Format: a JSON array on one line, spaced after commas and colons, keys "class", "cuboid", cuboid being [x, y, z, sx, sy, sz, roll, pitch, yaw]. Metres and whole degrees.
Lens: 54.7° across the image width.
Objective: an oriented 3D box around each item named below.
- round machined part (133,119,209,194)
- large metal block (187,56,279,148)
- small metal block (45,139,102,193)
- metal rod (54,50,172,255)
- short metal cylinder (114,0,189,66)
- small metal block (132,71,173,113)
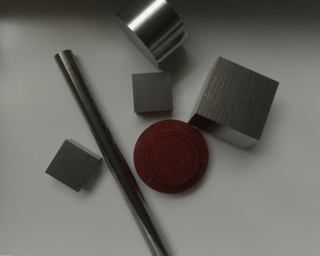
[{"class": "round machined part", "cuboid": [0.015, 0.037, 0.403, 0.099, 0.042, 0.097, 0, 90, -1]}, {"class": "large metal block", "cuboid": [0.091, -0.031, 0.391, 0.080, 0.050, 0.080, 24, 75, -1]}, {"class": "small metal block", "cuboid": [-0.113, 0.049, 0.410, 0.050, 0.025, 0.050, 32, 90, -1]}, {"class": "metal rod", "cuboid": [-0.062, 0.036, 0.410, 0.025, 0.025, 0.299, -26, 90, 0]}, {"class": "short metal cylinder", "cuboid": [-0.010, -0.123, 0.384, 0.050, 0.080, 0.080, -43, 91, 0]}, {"class": "small metal block", "cuboid": [-0.010, -0.047, 0.411, 0.050, 0.025, 0.050, -4, 90, -1]}]
